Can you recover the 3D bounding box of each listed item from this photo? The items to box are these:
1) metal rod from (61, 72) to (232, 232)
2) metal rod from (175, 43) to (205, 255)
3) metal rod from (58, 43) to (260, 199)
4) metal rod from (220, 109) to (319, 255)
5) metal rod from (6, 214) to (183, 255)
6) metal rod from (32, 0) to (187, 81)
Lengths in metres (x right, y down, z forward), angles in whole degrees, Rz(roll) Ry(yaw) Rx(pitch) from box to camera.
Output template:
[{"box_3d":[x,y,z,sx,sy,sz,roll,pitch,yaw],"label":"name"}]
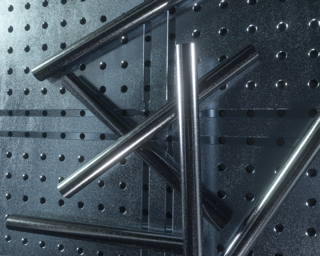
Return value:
[{"box_3d":[-0.028,0.023,0.422,0.300,0.025,0.025,41,103,15],"label":"metal rod"},{"box_3d":[0.036,0.054,0.366,0.025,0.025,0.298,-1,94,20],"label":"metal rod"},{"box_3d":[-0.007,-0.005,0.393,0.300,0.025,0.025,-36,78,8],"label":"metal rod"},{"box_3d":[0.128,0.091,0.367,0.025,0.025,0.299,33,101,17],"label":"metal rod"},{"box_3d":[-0.095,0.151,0.446,0.301,0.025,0.025,0,90,20],"label":"metal rod"},{"box_3d":[-0.058,-0.140,0.433,0.300,0.025,0.025,-23,82,18],"label":"metal rod"}]
